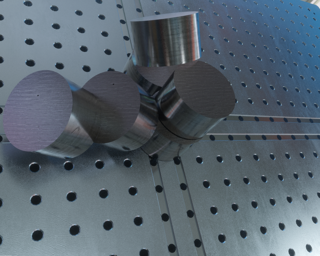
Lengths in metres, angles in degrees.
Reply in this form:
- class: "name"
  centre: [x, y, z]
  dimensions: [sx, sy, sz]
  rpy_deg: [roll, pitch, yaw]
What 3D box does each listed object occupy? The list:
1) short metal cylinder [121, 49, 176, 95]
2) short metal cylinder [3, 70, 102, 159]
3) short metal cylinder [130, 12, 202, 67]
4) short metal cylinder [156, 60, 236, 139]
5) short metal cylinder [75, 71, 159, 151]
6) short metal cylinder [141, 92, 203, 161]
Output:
- class: "short metal cylinder"
  centre: [-0.010, -0.075, 0.432]
  dimensions: [0.081, 0.050, 0.080]
  rpy_deg: [13, 56, -21]
- class: "short metal cylinder"
  centre: [-0.107, -0.012, 0.314]
  dimensions: [0.050, 0.080, 0.080]
  rpy_deg: [34, 33, -65]
- class: "short metal cylinder"
  centre: [0.008, -0.107, 0.369]
  dimensions: [0.081, 0.080, 0.050]
  rpy_deg: [-27, 120, -37]
- class: "short metal cylinder"
  centre: [0.041, -0.033, 0.368]
  dimensions: [0.081, 0.050, 0.080]
  rpy_deg: [13, 56, -21]
- class: "short metal cylinder"
  centre: [-0.048, -0.017, 0.348]
  dimensions: [0.050, 0.080, 0.080]
  rpy_deg: [33, 34, -65]
- class: "short metal cylinder"
  centre: [0.013, -0.004, 0.400]
  dimensions: [0.081, 0.050, 0.080]
  rpy_deg: [14, 56, -21]
